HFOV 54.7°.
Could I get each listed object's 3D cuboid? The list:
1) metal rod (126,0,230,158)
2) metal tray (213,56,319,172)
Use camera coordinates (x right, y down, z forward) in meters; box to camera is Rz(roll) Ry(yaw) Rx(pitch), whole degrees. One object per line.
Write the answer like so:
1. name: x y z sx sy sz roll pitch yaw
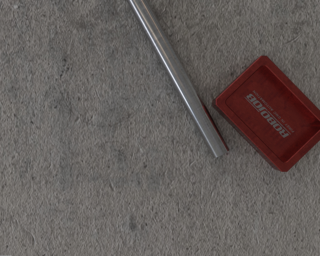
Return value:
1. metal rod: 0.009 -0.097 0.410 0.025 0.025 0.299 -29 90 0
2. metal tray: 0.145 -0.018 0.408 0.090 0.030 0.130 -44 90 0
